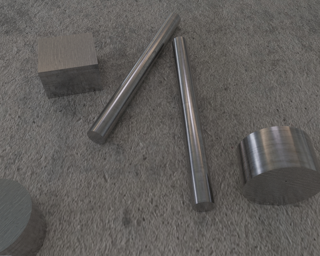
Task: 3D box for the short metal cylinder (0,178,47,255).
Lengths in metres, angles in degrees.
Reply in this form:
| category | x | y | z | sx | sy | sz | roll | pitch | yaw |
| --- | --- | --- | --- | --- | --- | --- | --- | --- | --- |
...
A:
| category | x | y | z | sx | sy | sz | roll | pitch | yaw |
| --- | --- | --- | --- | --- | --- | --- | --- | --- | --- |
| short metal cylinder | -0.160 | 0.097 | 0.304 | 0.081 | 0.050 | 0.080 | 0 | 50 | 0 |

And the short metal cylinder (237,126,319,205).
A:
| category | x | y | z | sx | sy | sz | roll | pitch | yaw |
| --- | --- | --- | --- | --- | --- | --- | --- | --- | --- |
| short metal cylinder | 0.126 | 0.042 | 0.333 | 0.080 | 0.080 | 0.050 | 1 | 50 | 1 |

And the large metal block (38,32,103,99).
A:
| category | x | y | z | sx | sy | sz | roll | pitch | yaw |
| --- | --- | --- | --- | --- | --- | --- | --- | --- | --- |
| large metal block | -0.135 | -0.095 | 0.466 | 0.081 | 0.050 | 0.080 | -10 | 51 | -9 |

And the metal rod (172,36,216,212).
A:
| category | x | y | z | sx | sy | sz | roll | pitch | yaw |
| --- | --- | --- | --- | --- | --- | --- | --- | --- | --- |
| metal rod | 0.040 | -0.030 | 0.428 | 0.025 | 0.025 | 0.300 | -2 | 50 | -2 |

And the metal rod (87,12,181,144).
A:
| category | x | y | z | sx | sy | sz | roll | pitch | yaw |
| --- | --- | --- | --- | --- | --- | --- | --- | --- | --- |
| metal rod | -0.027 | -0.095 | 0.482 | 0.025 | 0.025 | 0.301 | 17 | 52 | 13 |
